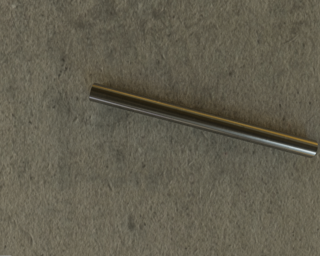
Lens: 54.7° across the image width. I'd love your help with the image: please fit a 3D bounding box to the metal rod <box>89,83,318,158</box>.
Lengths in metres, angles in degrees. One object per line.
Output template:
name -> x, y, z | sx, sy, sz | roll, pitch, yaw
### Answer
metal rod -> 0.057, -0.010, 0.410 | 0.302, 0.025, 0.025 | 15, 90, -1
